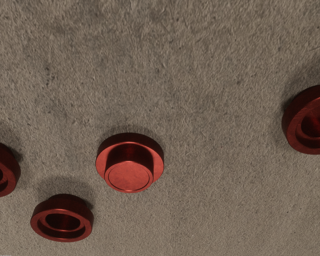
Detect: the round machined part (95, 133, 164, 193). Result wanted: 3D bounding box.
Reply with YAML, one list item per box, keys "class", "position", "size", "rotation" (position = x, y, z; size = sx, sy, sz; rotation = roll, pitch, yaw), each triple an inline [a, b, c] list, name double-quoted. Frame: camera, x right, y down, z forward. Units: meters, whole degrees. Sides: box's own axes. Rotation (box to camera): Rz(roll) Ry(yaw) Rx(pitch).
- class: "round machined part"
  position: [-0.043, 0.056, 0.444]
  size: [0.099, 0.042, 0.097]
  rotation: [-1, 130, 0]

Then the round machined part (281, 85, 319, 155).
- class: "round machined part"
  position: [0.202, -0.015, 0.386]
  size: [0.099, 0.042, 0.097]
  rotation: [-1, 130, 0]

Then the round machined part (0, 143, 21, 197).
- class: "round machined part"
  position: [-0.248, 0.053, 0.437]
  size: [0.099, 0.042, 0.097]
  rotation: [-1, 130, 0]

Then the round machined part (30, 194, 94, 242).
- class: "round machined part"
  position: [-0.160, 0.147, 0.519]
  size: [0.099, 0.042, 0.097]
  rotation: [-1, 130, 0]
